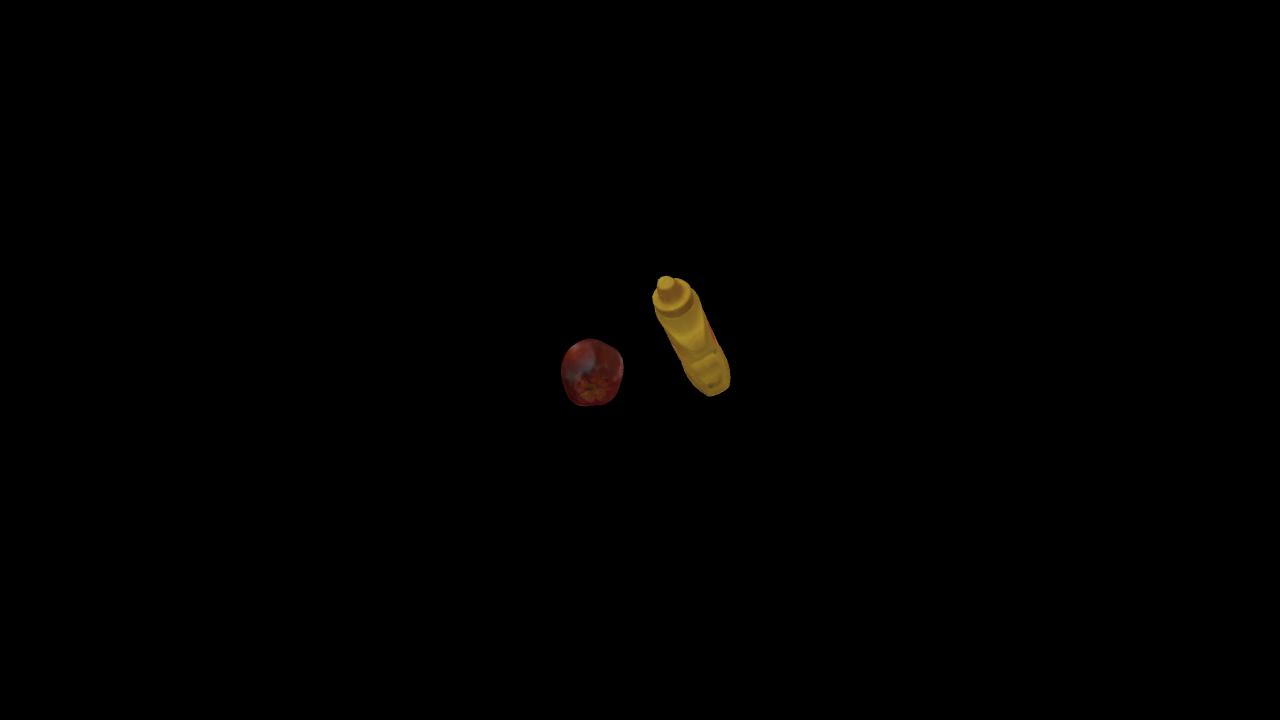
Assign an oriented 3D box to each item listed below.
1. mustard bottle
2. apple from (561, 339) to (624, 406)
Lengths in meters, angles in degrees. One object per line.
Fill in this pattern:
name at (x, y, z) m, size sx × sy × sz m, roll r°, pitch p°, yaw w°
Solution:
mustard bottle at (0.054, -0.035, 0.694) m, size 0.054 × 0.092 × 0.184 m, roll -21°, pitch -35°, yaw 9°
apple at (-0.057, 0.017, 0.728) m, size 0.079 × 0.079 × 0.093 m, roll 0°, pitch 24°, yaw -6°
